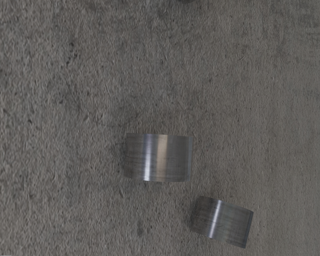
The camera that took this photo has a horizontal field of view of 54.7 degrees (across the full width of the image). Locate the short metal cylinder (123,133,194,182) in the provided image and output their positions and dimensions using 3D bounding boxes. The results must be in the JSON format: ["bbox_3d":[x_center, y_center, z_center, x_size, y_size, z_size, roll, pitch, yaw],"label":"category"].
[{"bbox_3d":[-0.001,0.033,0.368,0.081,0.080,0.050,6,86,-40],"label":"short metal cylinder"}]

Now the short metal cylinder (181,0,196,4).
[{"bbox_3d":[0.054,-0.210,0.414,0.080,0.080,0.050,-47,118,-30],"label":"short metal cylinder"}]

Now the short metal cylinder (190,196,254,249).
[{"bbox_3d":[0.088,0.134,0.443,0.080,0.080,0.050,29,72,-36],"label":"short metal cylinder"}]
